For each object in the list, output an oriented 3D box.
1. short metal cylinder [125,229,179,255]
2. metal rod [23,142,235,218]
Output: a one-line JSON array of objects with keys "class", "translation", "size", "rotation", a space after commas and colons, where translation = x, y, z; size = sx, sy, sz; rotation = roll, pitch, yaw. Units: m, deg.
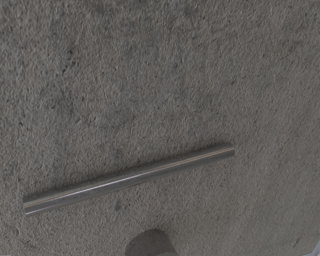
[{"class": "short metal cylinder", "translation": [-0.013, 0.218, 0.519], "size": [0.081, 0.050, 0.079], "rotation": [-14, 124, -21]}, {"class": "metal rod", "translation": [-0.027, 0.065, 0.432], "size": [0.302, 0.025, 0.025], "rotation": [-13, 124, -22]}]
